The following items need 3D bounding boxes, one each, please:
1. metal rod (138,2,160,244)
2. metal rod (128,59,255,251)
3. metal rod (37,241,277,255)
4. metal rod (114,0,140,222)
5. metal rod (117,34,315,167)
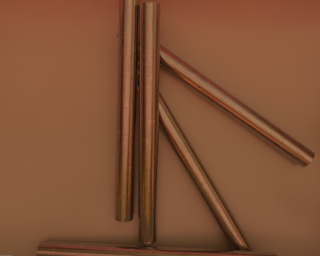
[{"bbox_3d":[-0.014,0.001,0.390,0.025,0.025,0.298,1,98,0],"label":"metal rod"},{"bbox_3d":[0.038,0.040,0.411,0.025,0.025,0.299,-31,90,0],"label":"metal rod"},{"bbox_3d":[-0.007,0.165,0.397,0.302,0.025,0.025,1,90,5],"label":"metal rod"},{"bbox_3d":[-0.042,-0.028,0.392,0.025,0.025,0.298,2,98,0],"label":"metal rod"},{"bbox_3d":[0.073,-0.044,0.411,0.301,0.025,0.025,35,90,0],"label":"metal rod"}]
